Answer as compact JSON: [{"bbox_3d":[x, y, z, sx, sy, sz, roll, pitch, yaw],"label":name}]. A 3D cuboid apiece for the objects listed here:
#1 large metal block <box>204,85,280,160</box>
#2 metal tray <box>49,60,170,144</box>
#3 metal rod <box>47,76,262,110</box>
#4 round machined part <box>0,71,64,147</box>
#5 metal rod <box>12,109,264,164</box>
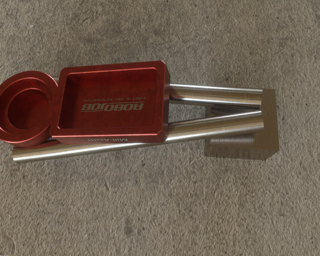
[{"bbox_3d":[0.101,-0.006,0.398,0.081,0.050,0.080,4,70,1],"label":"large metal block"},{"bbox_3d":[-0.056,-0.029,0.361,0.131,0.030,0.090,-1,69,12],"label":"metal tray"},{"bbox_3d":[-0.029,-0.047,0.392,0.301,0.025,0.025,6,70,15],"label":"metal rod"},{"bbox_3d":[-0.165,-0.021,0.400,0.098,0.042,0.098,-3,69,9],"label":"round machined part"},{"bbox_3d":[-0.034,0.012,0.370,0.301,0.025,0.025,-8,70,10],"label":"metal rod"}]
